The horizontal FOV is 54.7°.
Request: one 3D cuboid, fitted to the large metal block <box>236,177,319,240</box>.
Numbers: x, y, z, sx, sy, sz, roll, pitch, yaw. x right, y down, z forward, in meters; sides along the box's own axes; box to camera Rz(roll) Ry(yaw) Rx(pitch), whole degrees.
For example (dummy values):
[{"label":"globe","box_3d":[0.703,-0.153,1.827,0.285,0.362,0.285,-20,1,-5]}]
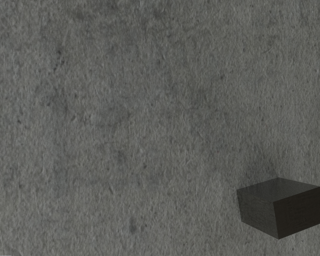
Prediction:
[{"label":"large metal block","box_3d":[0.171,0.111,0.445,0.081,0.080,0.050,-11,94,-20]}]
